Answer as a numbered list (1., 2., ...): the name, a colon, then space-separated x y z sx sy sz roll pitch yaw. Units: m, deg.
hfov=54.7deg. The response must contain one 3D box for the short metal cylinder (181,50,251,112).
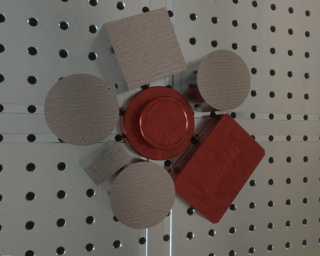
1. short metal cylinder: 0.076 -0.062 0.426 0.081 0.050 0.080 0 90 -20

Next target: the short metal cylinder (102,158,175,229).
1. short metal cylinder: -0.028 0.079 0.389 0.081 0.050 0.080 0 90 -20

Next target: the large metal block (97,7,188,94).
1. large metal block: -0.023 -0.096 0.391 0.081 0.050 0.080 -23 98 -19

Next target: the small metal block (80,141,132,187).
1. small metal block: -0.067 0.041 0.374 0.050 0.050 0.025 -39 103 -16

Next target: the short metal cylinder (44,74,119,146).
1. short metal cylinder: -0.093 -0.020 0.364 0.081 0.050 0.080 0 90 -20

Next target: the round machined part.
1. round machined part: 0.001 -0.006 0.403 0.099 0.042 0.097 0 90 -20

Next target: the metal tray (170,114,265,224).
1. metal tray: 0.079 0.055 0.438 0.090 0.030 0.130 42 76 -15
